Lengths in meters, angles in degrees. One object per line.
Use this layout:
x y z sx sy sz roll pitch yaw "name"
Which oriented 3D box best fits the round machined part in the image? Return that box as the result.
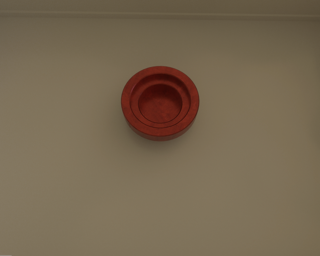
0.000 -0.028 0.408 0.099 0.042 0.098 0 70 0 "round machined part"
